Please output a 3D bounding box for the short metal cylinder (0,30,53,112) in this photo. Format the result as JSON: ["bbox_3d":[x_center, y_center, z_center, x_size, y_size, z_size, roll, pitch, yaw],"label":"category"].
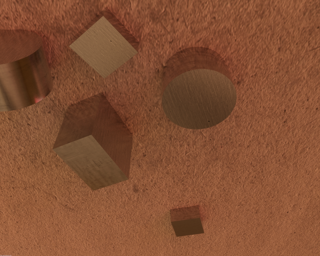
[{"bbox_3d":[-0.156,-0.061,0.317,0.081,0.080,0.050,0,130,-1],"label":"short metal cylinder"}]

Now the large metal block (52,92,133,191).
[{"bbox_3d":[-0.077,0.017,0.384,0.050,0.080,0.080,-20,128,16],"label":"large metal block"}]

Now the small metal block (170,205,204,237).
[{"bbox_3d":[0.049,0.166,0.549,0.050,0.025,0.050,-11,130,8],"label":"small metal block"}]

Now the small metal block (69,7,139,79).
[{"bbox_3d":[-0.058,-0.089,0.330,0.050,0.025,0.050,-32,124,24],"label":"small metal block"}]

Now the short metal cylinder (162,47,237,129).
[{"bbox_3d":[0.042,-0.045,0.353,0.081,0.050,0.079,0,130,0],"label":"short metal cylinder"}]
